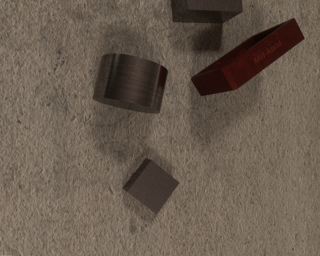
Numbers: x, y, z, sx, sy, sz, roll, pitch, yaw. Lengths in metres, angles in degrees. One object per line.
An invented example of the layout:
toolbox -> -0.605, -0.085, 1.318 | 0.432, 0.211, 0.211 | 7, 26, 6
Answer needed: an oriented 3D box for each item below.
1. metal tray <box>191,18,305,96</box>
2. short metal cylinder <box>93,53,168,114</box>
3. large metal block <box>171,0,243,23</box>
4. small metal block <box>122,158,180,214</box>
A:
metal tray -> 0.115, -0.093, 0.418 | 0.131, 0.090, 0.030 | -36, 102, -17
short metal cylinder -> -0.035, -0.050, 0.368 | 0.081, 0.080, 0.050 | 13, 86, -20
large metal block -> 0.060, -0.190, 0.419 | 0.081, 0.050, 0.079 | -6, 92, -20
small metal block -> -0.012, 0.075, 0.406 | 0.050, 0.025, 0.050 | 41, 77, -16
